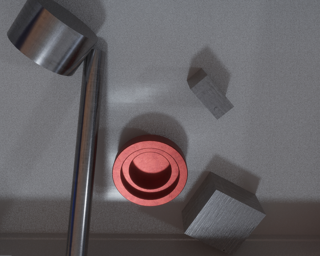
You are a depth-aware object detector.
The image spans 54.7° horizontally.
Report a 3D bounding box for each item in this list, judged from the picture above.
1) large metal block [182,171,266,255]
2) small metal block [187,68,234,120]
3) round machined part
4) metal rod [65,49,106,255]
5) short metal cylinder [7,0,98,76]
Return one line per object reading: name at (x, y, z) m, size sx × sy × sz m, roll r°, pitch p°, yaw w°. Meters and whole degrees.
large metal block at (0.088, 0.122, 0.444) m, size 0.080 × 0.050 × 0.080 m, roll 28°, pitch 107°, yaw -10°
small metal block at (0.061, -0.043, 0.383) m, size 0.025 × 0.050 × 0.050 m, roll -40°, pitch 106°, yaw 13°
round machined part at (-0.013, 0.053, 0.422) m, size 0.099 × 0.042 × 0.097 m, roll 0°, pitch 110°, yaw -1°
metal rod at (-0.091, 0.056, 0.371) m, size 0.025 × 0.025 × 0.298 m, roll 5°, pitch 87°, yaw -2°
short metal cylinder at (-0.117, -0.103, 0.343) m, size 0.080 × 0.080 × 0.050 m, roll 37°, pitch 106°, yaw -13°
